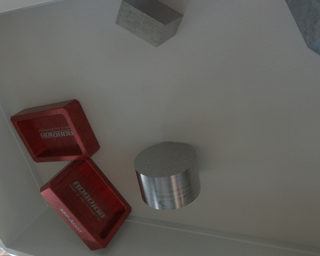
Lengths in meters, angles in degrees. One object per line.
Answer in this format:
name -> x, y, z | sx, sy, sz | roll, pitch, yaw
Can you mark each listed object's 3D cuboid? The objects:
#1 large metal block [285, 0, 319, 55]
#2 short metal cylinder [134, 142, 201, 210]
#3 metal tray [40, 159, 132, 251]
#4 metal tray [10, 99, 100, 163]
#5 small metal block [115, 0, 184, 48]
large metal block -> 0.146, -0.081, 0.227 | 0.080, 0.080, 0.050 | 23, 134, -21
short metal cylinder -> 0.010, 0.060, 0.404 | 0.080, 0.080, 0.050 | 4, 120, 26
metal tray -> -0.114, 0.116, 0.496 | 0.030, 0.090, 0.130 | -29, 103, 37
metal tray -> -0.169, 0.008, 0.496 | 0.130, 0.030, 0.090 | -6, 116, 30
small metal block -> -0.010, -0.115, 0.326 | 0.050, 0.050, 0.025 | 32, 128, 7
